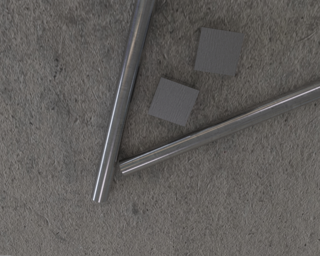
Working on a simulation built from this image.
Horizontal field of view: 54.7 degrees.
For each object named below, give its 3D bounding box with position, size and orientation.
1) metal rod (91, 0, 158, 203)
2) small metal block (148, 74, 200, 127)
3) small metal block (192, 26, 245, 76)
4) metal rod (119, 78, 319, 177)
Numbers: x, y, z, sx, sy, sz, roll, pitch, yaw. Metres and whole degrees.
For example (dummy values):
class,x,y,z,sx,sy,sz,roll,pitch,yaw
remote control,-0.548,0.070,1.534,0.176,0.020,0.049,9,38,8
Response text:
class,x,y,z,sx,sy,sz,roll,pitch,yaw
metal rod,-0.048,-0.035,0.396,0.025,0.025,0.298,14,109,-5
small metal block,0.017,-0.036,0.397,0.050,0.025,0.050,19,109,-7
small metal block,0.069,-0.094,0.376,0.050,0.025,0.050,8,110,-3
metal rod,0.087,-0.002,0.410,0.301,0.025,0.025,-23,109,8
